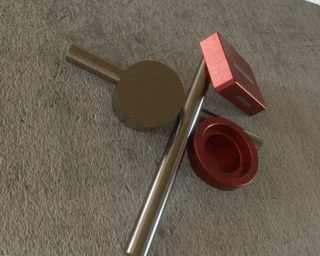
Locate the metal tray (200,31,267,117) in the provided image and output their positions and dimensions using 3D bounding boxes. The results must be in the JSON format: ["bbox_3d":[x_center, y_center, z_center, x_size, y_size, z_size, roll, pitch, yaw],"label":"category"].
[{"bbox_3d":[0.115,-0.078,0.475,0.131,0.030,0.090,22,48,-50],"label":"metal tray"}]

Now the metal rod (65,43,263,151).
[{"bbox_3d":[0.015,-0.037,0.437,0.301,0.025,0.025,25,53,-13],"label":"metal rod"}]

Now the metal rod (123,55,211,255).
[{"bbox_3d":[0.025,0.012,0.389,0.025,0.025,0.300,29,58,-10],"label":"metal rod"}]

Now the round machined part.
[{"bbox_3d":[0.078,0.037,0.413,0.099,0.042,0.098,14,56,-21],"label":"round machined part"}]

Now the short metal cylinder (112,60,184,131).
[{"bbox_3d":[-0.016,-0.038,0.386,0.081,0.050,0.080,2,82,-16],"label":"short metal cylinder"}]
